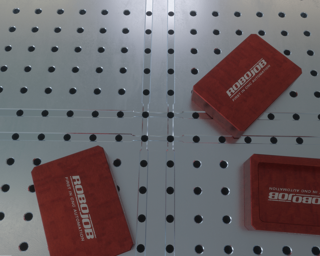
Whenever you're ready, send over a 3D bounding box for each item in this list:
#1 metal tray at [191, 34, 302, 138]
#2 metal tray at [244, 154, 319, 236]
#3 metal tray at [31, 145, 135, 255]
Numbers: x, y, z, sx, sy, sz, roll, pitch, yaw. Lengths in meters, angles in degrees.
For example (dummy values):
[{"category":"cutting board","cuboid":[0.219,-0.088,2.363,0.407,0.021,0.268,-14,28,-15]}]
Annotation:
[{"category":"metal tray","cuboid":[0.119,-0.061,0.432,0.130,0.030,0.090,-43,76,-14]},{"category":"metal tray","cuboid":[0.173,0.083,0.379,0.131,0.030,0.090,4,70,1]},{"category":"metal tray","cuboid":[-0.093,0.096,0.374,0.090,0.030,0.130,-19,71,-7]}]
